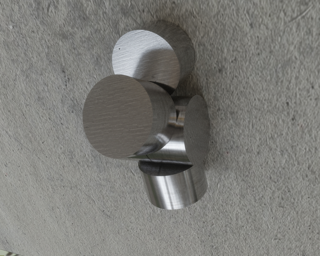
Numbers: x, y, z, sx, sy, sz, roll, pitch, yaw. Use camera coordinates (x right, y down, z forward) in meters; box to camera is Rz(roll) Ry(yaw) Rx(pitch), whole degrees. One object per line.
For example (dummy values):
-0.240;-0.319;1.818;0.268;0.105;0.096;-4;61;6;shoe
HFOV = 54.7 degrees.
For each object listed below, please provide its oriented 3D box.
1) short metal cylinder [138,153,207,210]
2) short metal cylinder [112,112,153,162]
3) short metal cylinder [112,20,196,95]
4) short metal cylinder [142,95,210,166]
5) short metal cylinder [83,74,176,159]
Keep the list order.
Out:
0.017;0.059;0.399;0.080;0.080;0.050;0;118;28;short metal cylinder
-0.025;0.001;0.386;0.050;0.080;0.079;1;119;27;short metal cylinder
-0.006;-0.076;0.348;0.080;0.050;0.079;13;124;20;short metal cylinder
0.021;0.002;0.361;0.050;0.080;0.080;1;119;28;short metal cylinder
-0.030;-0.011;0.315;0.080;0.050;0.079;0;90;27;short metal cylinder
